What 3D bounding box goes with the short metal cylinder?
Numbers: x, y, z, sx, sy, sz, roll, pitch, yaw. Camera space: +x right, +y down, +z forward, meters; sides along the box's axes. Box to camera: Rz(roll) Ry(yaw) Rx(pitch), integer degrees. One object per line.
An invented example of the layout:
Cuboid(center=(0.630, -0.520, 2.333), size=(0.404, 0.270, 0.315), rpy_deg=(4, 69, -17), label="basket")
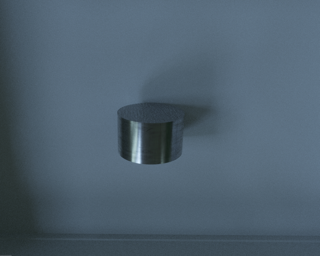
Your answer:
Cuboid(center=(-0.011, 0.004, 0.380), size=(0.080, 0.080, 0.050), rpy_deg=(2, 110, -1), label="short metal cylinder")
